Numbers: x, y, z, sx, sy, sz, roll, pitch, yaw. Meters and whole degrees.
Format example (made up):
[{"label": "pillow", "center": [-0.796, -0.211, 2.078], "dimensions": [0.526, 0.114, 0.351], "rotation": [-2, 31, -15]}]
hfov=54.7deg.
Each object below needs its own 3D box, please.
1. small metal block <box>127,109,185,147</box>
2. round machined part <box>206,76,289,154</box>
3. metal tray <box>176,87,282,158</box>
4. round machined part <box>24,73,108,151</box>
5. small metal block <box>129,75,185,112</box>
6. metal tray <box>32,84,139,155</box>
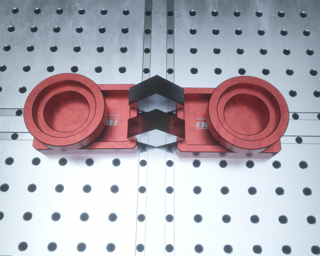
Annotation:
[{"label": "small metal block", "center": [-0.005, 0.001, 0.382], "dimensions": [0.050, 0.050, 0.025], "rotation": [-18, 63, 41]}, {"label": "round machined part", "center": [0.108, -0.014, 0.395], "dimensions": [0.099, 0.042, 0.098], "rotation": [0, 70, 0]}, {"label": "metal tray", "center": [0.087, -0.007, 0.412], "dimensions": [0.131, 0.030, 0.090], "rotation": [1, 70, 0]}, {"label": "round machined part", "center": [-0.116, -0.017, 0.395], "dimensions": [0.099, 0.042, 0.098], "rotation": [0, 70, 0]}, {"label": "small metal block", "center": [-0.004, -0.040, 0.398], "dimensions": [0.050, 0.050, 0.025], "rotation": [-18, 63, 41]}, {"label": "metal tray", "center": [-0.095, -0.012, 0.414], "dimensions": [0.131, 0.030, 0.090], "rotation": [-1, 72, -1]}]
